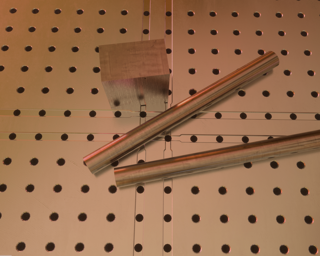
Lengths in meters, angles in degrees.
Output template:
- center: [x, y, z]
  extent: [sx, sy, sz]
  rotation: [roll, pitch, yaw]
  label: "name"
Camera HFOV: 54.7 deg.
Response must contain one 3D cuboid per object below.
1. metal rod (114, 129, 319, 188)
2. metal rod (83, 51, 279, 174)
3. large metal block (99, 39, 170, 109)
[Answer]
- center: [0.093, 0.036, 0.399]
  extent: [0.302, 0.025, 0.025]
  rotation: [-10, 71, -4]
  label: "metal rod"
- center: [0.037, -0.026, 0.421]
  extent: [0.302, 0.025, 0.025]
  rotation: [-30, 73, -11]
  label: "metal rod"
- center: [-0.032, -0.069, 0.407]
  extent: [0.081, 0.080, 0.050]
  rotation: [-7, 70, -3]
  label: "large metal block"
